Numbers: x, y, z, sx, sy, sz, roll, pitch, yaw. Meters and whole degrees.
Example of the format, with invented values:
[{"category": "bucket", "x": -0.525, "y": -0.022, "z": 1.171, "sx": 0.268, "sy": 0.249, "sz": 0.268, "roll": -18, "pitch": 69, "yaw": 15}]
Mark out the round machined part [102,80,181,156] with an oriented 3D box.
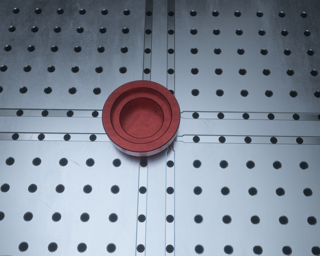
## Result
[{"category": "round machined part", "x": -0.023, "y": -0.010, "z": 0.406, "sx": 0.099, "sy": 0.042, "sz": 0.098, "roll": 0, "pitch": 70, "yaw": 0}]
